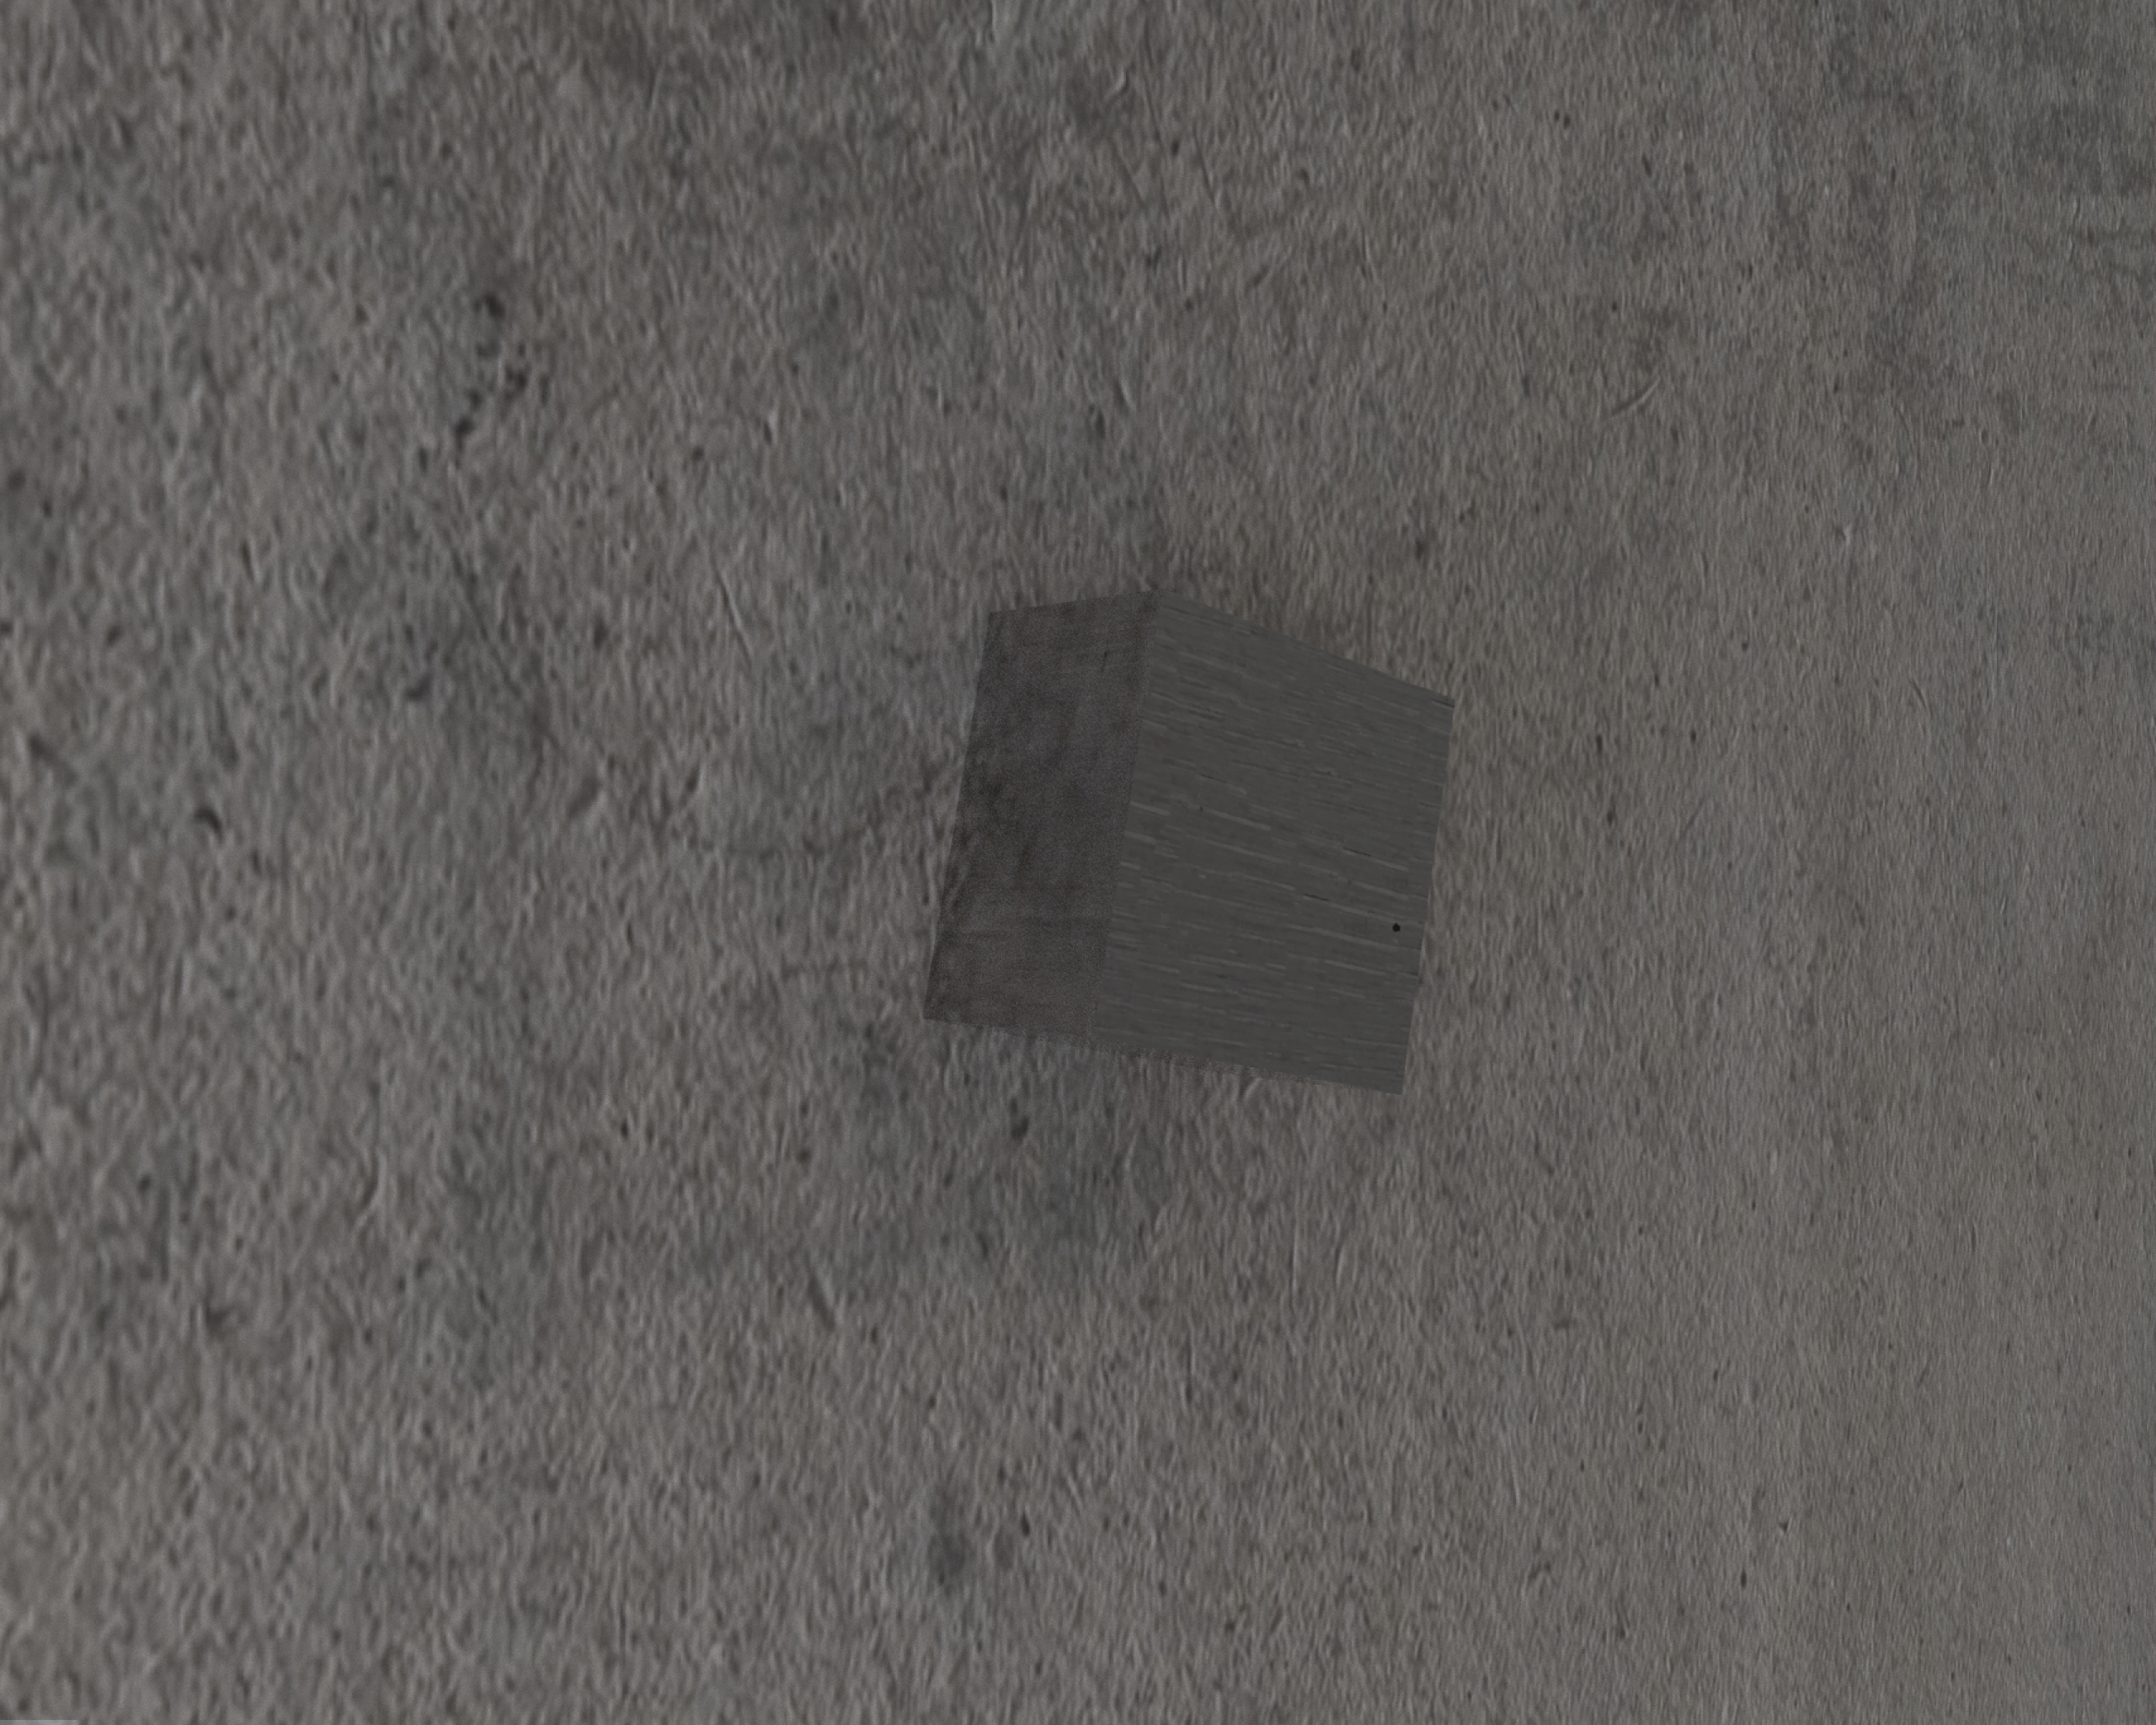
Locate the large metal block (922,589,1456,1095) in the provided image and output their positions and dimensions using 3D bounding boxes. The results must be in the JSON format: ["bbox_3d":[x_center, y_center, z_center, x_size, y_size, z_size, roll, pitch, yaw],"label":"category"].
[{"bbox_3d":[0.023,-0.002,0.407,0.080,0.050,0.080,15,81,-39],"label":"large metal block"}]
